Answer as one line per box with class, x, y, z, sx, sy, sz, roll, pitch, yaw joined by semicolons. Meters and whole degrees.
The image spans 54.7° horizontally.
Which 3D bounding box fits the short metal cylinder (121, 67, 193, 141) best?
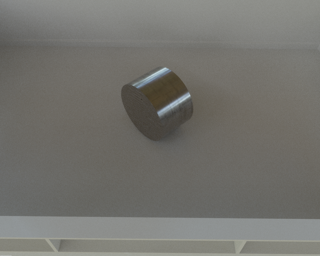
short metal cylinder;-0.004;-0.030;0.392;0.050;0.080;0.080;-34;58;-25
